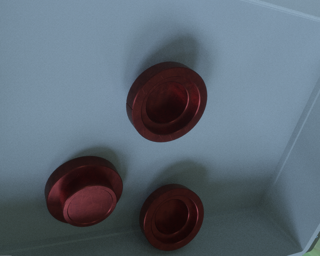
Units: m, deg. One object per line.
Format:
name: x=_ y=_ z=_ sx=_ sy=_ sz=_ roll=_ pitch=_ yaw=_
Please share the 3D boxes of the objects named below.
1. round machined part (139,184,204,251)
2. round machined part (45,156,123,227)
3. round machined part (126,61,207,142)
round machined part: x=0.014 y=0.132 z=0.474 sx=0.099 sy=0.042 sz=0.097 roll=-4 pitch=101 yaw=-23
round machined part: x=-0.094 y=0.088 z=0.401 sx=0.099 sy=0.042 sz=0.097 roll=-14 pitch=124 yaw=-21
round machined part: x=0.005 y=-0.034 z=0.379 sx=0.099 sy=0.042 sz=0.097 roll=-14 pitch=124 yaw=-21
